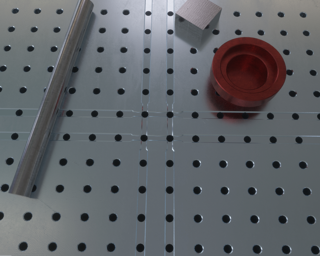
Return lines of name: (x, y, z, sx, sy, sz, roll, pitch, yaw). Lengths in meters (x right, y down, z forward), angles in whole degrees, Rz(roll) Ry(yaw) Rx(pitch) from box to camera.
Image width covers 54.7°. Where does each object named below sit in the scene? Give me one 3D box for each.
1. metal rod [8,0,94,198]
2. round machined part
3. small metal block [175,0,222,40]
metal rod: (-0.144, -0.055, 0.430, 0.025, 0.025, 0.299, 11, 70, 4)
round machined part: (0.119, -0.073, 0.430, 0.099, 0.042, 0.098, 0, 70, 0)
small metal block: (0.058, -0.171, 0.475, 0.050, 0.025, 0.050, 36, 74, 12)
